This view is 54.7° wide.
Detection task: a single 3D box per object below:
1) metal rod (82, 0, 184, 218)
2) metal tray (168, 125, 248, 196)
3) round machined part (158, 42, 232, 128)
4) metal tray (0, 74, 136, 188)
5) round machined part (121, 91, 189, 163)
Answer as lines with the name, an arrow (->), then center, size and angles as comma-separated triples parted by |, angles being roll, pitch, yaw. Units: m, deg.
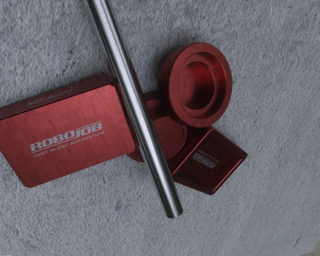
metal rod -> -0.026, -0.022, 0.337 | 0.025, 0.025, 0.298 | -25, 114, -13
metal tray -> 0.068, 0.047, 0.457 | 0.090, 0.030, 0.130 | -51, 139, 8
round machined part -> 0.037, -0.051, 0.373 | 0.099, 0.042, 0.097 | -6, 100, -34
metal tray -> -0.101, 0.004, 0.338 | 0.131, 0.030, 0.090 | -20, 124, -6
round machined part -> -0.004, 0.005, 0.399 | 0.099, 0.042, 0.097 | -14, 124, -21
